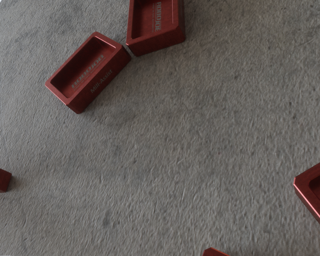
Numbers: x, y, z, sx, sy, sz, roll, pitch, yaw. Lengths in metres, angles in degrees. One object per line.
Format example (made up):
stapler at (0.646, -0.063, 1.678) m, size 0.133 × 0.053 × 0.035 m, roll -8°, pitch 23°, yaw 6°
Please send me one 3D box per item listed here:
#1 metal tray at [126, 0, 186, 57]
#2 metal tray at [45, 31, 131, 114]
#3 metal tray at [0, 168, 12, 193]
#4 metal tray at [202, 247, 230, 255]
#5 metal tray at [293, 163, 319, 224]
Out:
metal tray at (-0.007, -0.187, 0.517) m, size 0.090 × 0.030 × 0.130 m, roll -13°, pitch 56°, yaw 20°
metal tray at (-0.122, -0.096, 0.520) m, size 0.130 × 0.030 × 0.090 m, roll -48°, pitch 52°, yaw -6°
metal tray at (-0.311, 0.074, 0.476) m, size 0.130 × 0.090 × 0.030 m, roll -7°, pitch 59°, yaw 24°
metal tray at (0.059, 0.181, 0.258) m, size 0.090 × 0.030 × 0.130 m, roll 14°, pitch 69°, yaw 33°
metal tray at (0.189, 0.076, 0.255) m, size 0.090 × 0.030 × 0.130 m, roll -33°, pitch 52°, yaw 6°
